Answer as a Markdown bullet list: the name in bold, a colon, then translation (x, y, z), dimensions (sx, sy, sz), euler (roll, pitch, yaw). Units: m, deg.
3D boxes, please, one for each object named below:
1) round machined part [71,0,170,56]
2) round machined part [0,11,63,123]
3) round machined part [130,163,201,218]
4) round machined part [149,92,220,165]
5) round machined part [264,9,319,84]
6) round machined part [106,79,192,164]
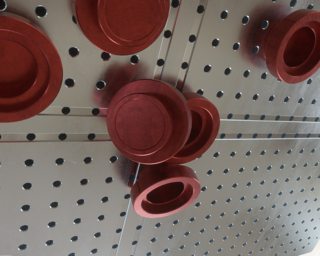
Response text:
- **round machined part**: translation (-0.034, -0.119, 0.307), dimensions (0.099, 0.042, 0.097), euler (-14, 124, -21)
- **round machined part**: translation (-0.144, -0.057, 0.286), dimensions (0.099, 0.042, 0.097), euler (-14, 124, -21)
- **round machined part**: translation (0.005, 0.084, 0.443), dimensions (0.099, 0.042, 0.097), euler (-12, 137, -12)
- **round machined part**: translation (0.027, -0.003, 0.412), dimensions (0.099, 0.042, 0.097), euler (-14, 124, -21)
- **round machined part**: translation (0.186, -0.114, 0.430), dimensions (0.099, 0.042, 0.097), euler (-14, 124, -21)
- **round machined part**: translation (-0.016, -0.006, 0.350), dimensions (0.098, 0.098, 0.042), euler (-61, 170, 15)
